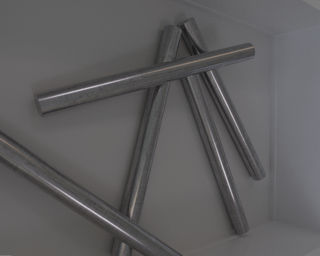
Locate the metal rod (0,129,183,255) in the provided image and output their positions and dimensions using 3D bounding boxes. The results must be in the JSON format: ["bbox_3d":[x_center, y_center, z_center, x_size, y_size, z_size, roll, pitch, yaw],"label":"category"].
[{"bbox_3d":[-0.081,0.074,0.316,0.300,0.025,0.025,42,64,-25],"label":"metal rod"}]

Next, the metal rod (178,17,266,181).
[{"bbox_3d":[0.107,-0.032,0.495,0.025,0.025,0.299,-46,117,-30],"label":"metal rod"}]

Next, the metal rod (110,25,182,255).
[{"bbox_3d":[-0.015,0.011,0.393,0.025,0.025,0.299,21,77,-38],"label":"metal rod"}]

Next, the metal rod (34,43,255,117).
[{"bbox_3d":[0.004,-0.067,0.379,0.302,0.025,0.025,-20,103,-29],"label":"metal rod"}]

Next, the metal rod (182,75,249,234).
[{"bbox_3d":[0.086,0.038,0.478,0.025,0.025,0.299,-34,111,-35],"label":"metal rod"}]
